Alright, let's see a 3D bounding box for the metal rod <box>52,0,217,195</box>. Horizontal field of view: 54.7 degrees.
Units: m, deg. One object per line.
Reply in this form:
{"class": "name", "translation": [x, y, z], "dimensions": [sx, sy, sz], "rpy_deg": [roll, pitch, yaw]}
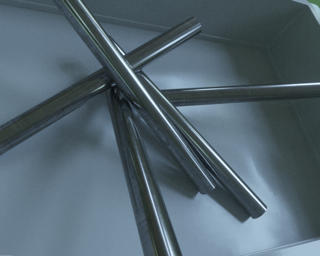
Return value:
{"class": "metal rod", "translation": [-0.025, -0.038, 0.348], "dimensions": [0.300, 0.025, 0.025], "rpy_deg": [53, 49, -18]}

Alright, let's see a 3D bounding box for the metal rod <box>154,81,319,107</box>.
{"class": "metal rod", "translation": [0.135, -0.050, 0.447], "dimensions": [0.302, 0.025, 0.025], "rpy_deg": [-4, 62, -9]}

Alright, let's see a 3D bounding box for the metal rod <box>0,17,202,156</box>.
{"class": "metal rod", "translation": [-0.065, -0.055, 0.356], "dimensions": [0.302, 0.025, 0.025], "rpy_deg": [-36, 82, -23]}

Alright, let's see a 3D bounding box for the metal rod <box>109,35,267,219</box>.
{"class": "metal rod", "translation": [0.029, 0.001, 0.402], "dimensions": [0.300, 0.025, 0.025], "rpy_deg": [47, 51, -3]}

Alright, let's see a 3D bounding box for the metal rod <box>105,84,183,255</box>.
{"class": "metal rod", "translation": [-0.028, 0.016, 0.300], "dimensions": [0.025, 0.025, 0.300], "rpy_deg": [9, 33, -24]}
